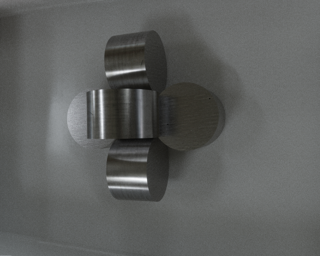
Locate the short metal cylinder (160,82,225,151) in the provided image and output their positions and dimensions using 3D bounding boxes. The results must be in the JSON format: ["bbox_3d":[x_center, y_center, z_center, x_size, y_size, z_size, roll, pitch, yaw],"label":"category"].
[{"bbox_3d":[0.036,-0.013,0.382,0.080,0.050,0.080,0,90,20],"label":"short metal cylinder"}]

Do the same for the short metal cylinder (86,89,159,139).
[{"bbox_3d":[-0.041,-0.014,0.347,0.080,0.080,0.050,-1,90,20],"label":"short metal cylinder"}]

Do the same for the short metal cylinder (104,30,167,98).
[{"bbox_3d":[-0.027,-0.078,0.389,0.050,0.080,0.080,-2,90,19],"label":"short metal cylinder"}]

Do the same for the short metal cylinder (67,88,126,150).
[{"bbox_3d":[-0.077,-0.012,0.423,0.080,0.050,0.080,0,90,20],"label":"short metal cylinder"}]

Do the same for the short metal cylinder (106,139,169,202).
[{"bbox_3d":[-0.025,0.050,0.388,0.050,0.080,0.080,-2,90,19],"label":"short metal cylinder"}]
